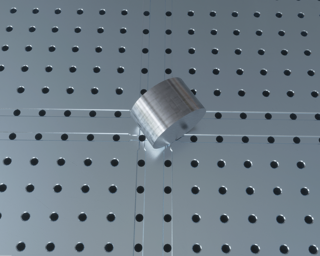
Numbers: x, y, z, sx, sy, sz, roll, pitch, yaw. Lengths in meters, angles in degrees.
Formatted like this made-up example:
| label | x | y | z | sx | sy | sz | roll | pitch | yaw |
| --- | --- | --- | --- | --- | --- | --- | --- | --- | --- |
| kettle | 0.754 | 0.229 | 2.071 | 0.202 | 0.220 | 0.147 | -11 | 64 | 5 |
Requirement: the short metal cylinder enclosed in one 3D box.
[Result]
| label | x | y | z | sx | sy | sz | roll | pitch | yaw |
| --- | --- | --- | --- | --- | --- | --- | --- | --- | --- |
| short metal cylinder | 0.010 | -0.018 | 0.389 | 0.080 | 0.080 | 0.050 | -33 | 74 | -11 |
